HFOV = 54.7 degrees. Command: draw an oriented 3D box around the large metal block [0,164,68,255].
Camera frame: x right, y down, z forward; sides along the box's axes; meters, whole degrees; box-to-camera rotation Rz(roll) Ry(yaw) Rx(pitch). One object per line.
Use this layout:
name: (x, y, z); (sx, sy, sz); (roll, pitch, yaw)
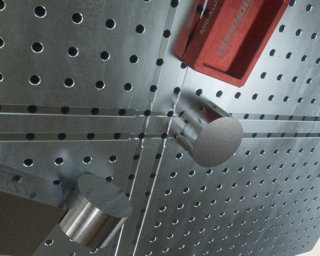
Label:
large metal block: (-0.171, 0.099, 0.363); (0.080, 0.050, 0.080); (32, 101, -38)

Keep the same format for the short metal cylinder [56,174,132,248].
short metal cylinder: (-0.083, 0.104, 0.395); (0.080, 0.080, 0.050); (28, 103, -38)

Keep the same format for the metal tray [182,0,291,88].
metal tray: (0.095, -0.123, 0.383); (0.091, 0.030, 0.129); (13, 112, -34)

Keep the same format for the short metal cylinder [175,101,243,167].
short metal cylinder: (0.069, 0.009, 0.438); (0.081, 0.050, 0.079); (-14, 124, -21)
